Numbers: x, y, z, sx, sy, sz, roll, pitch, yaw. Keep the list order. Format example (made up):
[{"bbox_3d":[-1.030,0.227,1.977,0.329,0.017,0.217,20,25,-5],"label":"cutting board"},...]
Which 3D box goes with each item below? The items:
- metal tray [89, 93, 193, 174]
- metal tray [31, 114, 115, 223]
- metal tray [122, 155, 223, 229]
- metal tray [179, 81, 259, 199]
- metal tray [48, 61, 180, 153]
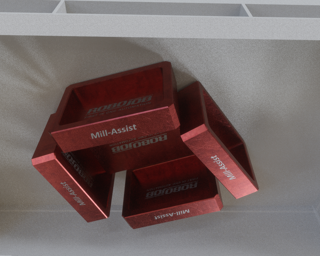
[{"bbox_3d":[-0.028,0.008,0.409,0.130,0.030,0.090,-15,129,12],"label":"metal tray"},{"bbox_3d":[-0.104,0.050,0.405,0.030,0.090,0.130,-17,129,13],"label":"metal tray"},{"bbox_3d":[0.015,0.083,0.435,0.130,0.090,0.030,-16,128,12],"label":"metal tray"},{"bbox_3d":[0.071,0.016,0.379,0.030,0.090,0.130,-29,125,23],"label":"metal tray"},{"bbox_3d":[-0.047,-0.025,0.341,0.131,0.090,0.030,-12,129,9],"label":"metal tray"}]
